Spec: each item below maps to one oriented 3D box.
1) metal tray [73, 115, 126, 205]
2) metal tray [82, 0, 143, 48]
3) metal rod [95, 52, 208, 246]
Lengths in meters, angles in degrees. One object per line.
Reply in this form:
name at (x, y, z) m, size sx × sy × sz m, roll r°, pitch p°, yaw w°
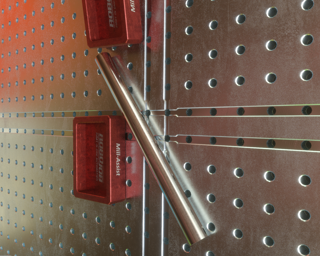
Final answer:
metal tray at (-0.096, 0.046, 0.482) m, size 0.090 × 0.030 × 0.129 m, roll -1°, pitch 90°, yaw 39°
metal tray at (-0.073, -0.184, 0.445) m, size 0.090 × 0.030 × 0.129 m, roll 6°, pitch 106°, yaw 40°
metal rod at (-0.021, 0.013, 0.424) m, size 0.025 × 0.025 × 0.299 m, roll -43°, pitch 64°, yaw 31°
